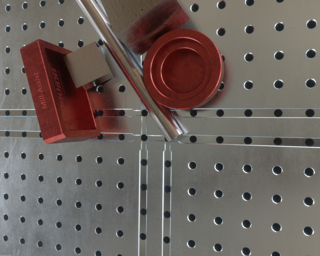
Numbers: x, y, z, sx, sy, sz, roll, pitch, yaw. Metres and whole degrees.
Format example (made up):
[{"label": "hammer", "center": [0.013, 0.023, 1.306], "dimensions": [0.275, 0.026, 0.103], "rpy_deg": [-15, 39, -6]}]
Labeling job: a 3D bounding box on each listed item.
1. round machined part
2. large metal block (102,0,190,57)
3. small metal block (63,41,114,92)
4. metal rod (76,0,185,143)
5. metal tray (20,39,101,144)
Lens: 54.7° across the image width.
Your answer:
[{"label": "round machined part", "center": [0.032, -0.071, 0.392], "dimensions": [0.098, 0.042, 0.097], "rpy_deg": [0, 90, 19]}, {"label": "large metal block", "center": [-0.021, -0.152, 0.392], "dimensions": [0.080, 0.050, 0.080], "rpy_deg": [-33, 58, 16]}, {"label": "small metal block", "center": [-0.101, -0.087, 0.440], "dimensions": [0.050, 0.025, 0.050], "rpy_deg": [-25, 84, 3]}, {"label": "metal rod", "center": [-0.059, -0.110, 0.432], "dimensions": [0.025, 0.025, 0.299], "rpy_deg": [-36, 79, 16]}, {"label": "metal tray", "center": [-0.132, -0.046, 0.423], "dimensions": [0.030, 0.090, 0.129], "rpy_deg": [-19, 84, 19]}]
